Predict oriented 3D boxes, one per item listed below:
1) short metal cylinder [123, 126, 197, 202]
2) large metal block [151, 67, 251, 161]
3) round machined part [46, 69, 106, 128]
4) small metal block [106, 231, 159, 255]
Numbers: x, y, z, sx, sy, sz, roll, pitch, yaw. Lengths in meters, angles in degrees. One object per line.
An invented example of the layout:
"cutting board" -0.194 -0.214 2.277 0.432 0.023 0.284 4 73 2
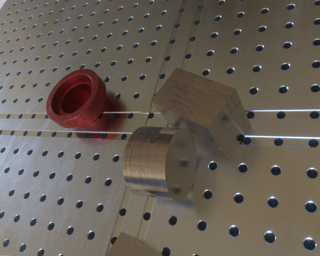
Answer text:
"short metal cylinder" 0.003 0.039 0.348 0.050 0.080 0.080 2 63 29
"large metal block" 0.049 -0.016 0.357 0.080 0.080 0.050 29 78 37
"round machined part" -0.126 -0.042 0.490 0.098 0.042 0.098 -13 56 21
"small metal block" -0.032 0.149 0.334 0.050 0.025 0.050 23 74 36
